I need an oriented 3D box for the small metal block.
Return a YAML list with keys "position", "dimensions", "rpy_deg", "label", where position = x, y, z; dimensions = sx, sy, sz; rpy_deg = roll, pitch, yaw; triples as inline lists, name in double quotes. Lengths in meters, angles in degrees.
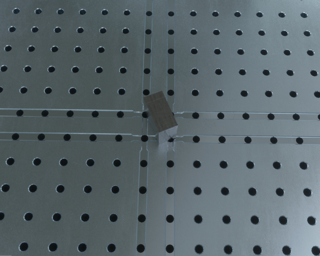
- position: [0.001, -0.012, 0.403]
  dimensions: [0.025, 0.050, 0.050]
  rpy_deg: [-21, 72, -7]
  label: "small metal block"
